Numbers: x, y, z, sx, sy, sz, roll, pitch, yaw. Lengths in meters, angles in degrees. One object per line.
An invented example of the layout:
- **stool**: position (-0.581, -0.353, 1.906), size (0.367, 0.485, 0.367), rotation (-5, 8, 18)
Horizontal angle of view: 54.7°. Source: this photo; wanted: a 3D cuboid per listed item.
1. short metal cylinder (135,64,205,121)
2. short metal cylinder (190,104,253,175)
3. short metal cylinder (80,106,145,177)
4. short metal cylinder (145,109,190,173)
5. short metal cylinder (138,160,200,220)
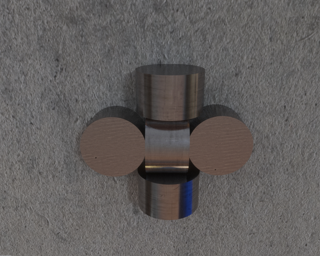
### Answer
- **short metal cylinder**: position (0.012, -0.045, 0.366), size (0.081, 0.080, 0.050), rotation (0, 110, 0)
- **short metal cylinder**: position (0.074, 0.014, 0.403), size (0.081, 0.050, 0.079), rotation (0, 111, 0)
- **short metal cylinder**: position (-0.058, 0.016, 0.403), size (0.081, 0.050, 0.079), rotation (0, 110, -1)
- **short metal cylinder**: position (0.008, 0.016, 0.388), size (0.050, 0.080, 0.079), rotation (1, 110, 0)
- **short metal cylinder**: position (0.011, 0.077, 0.411), size (0.081, 0.080, 0.050), rotation (0, 110, 0)
